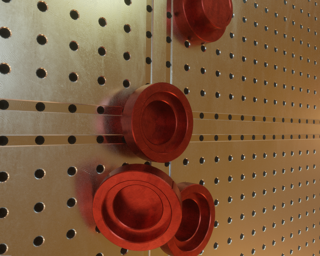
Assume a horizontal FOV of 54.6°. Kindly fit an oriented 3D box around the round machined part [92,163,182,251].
[{"bbox_3d":[-0.023,0.086,0.355,0.042,0.098,0.098,-71,147,-74],"label":"round machined part"}]

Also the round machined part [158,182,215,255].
[{"bbox_3d":[0.028,0.121,0.418,0.099,0.042,0.097,-1,92,-44],"label":"round machined part"}]

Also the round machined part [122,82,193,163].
[{"bbox_3d":[-0.007,-0.007,0.391,0.099,0.042,0.097,0,90,-40],"label":"round machined part"}]

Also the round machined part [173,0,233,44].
[{"bbox_3d":[0.069,-0.176,0.454,0.099,0.042,0.097,0,90,-40],"label":"round machined part"}]
